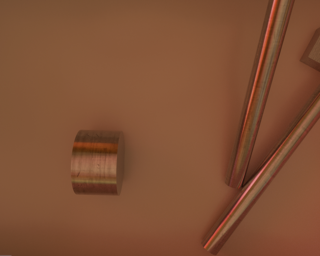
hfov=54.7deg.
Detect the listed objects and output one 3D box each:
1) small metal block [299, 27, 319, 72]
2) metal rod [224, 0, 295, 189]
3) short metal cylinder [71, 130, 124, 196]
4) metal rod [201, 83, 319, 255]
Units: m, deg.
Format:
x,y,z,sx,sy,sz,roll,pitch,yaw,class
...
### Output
x,y,z,sx,sy,sz,roll,pitch,yaw,class
0.226,-0.102,0.414,0.050,0.025,0.050,28,90,-1,small metal block
0.116,-0.060,0.351,0.025,0.025,0.298,7,115,-1,metal rod
-0.074,0.043,0.383,0.050,0.080,0.079,2,90,0,short metal cylinder
0.151,0.039,0.400,0.025,0.025,0.299,35,95,-1,metal rod
